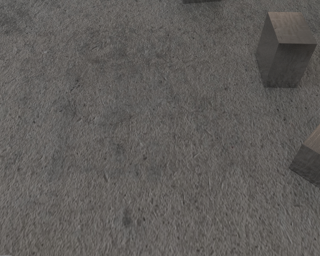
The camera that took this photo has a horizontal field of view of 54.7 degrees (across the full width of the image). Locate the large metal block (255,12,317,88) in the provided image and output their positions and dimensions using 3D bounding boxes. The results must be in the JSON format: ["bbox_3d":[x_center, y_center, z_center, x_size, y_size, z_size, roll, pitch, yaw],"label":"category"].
[{"bbox_3d":[0.185,-0.117,0.467,0.050,0.080,0.080,1,50,1],"label":"large metal block"}]

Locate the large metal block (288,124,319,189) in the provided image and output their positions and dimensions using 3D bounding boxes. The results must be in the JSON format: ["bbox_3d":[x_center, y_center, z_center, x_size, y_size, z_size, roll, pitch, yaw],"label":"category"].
[{"bbox_3d":[0.214,0.033,0.361,0.080,0.050,0.080,37,59,26],"label":"large metal block"}]

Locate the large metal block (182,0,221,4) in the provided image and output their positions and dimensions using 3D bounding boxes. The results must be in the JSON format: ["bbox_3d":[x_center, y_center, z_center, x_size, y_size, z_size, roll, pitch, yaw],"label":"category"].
[{"bbox_3d":[0.083,-0.302,0.622,0.081,0.080,0.050,-6,51,-5],"label":"large metal block"}]
